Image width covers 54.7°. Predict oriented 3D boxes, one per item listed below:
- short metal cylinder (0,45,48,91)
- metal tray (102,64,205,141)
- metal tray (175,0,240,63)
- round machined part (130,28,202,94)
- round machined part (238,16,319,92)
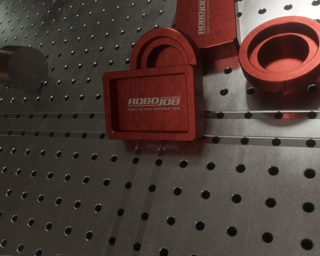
[{"bbox_3d":[-0.257,-0.111,0.573,0.050,0.080,0.080,14,69,33],"label":"short metal cylinder"},{"bbox_3d":[-0.010,-0.031,0.398,0.130,0.030,0.089,0,97,28],"label":"metal tray"},{"bbox_3d":[0.070,-0.158,0.464,0.090,0.030,0.130,-9,58,23],"label":"metal tray"},{"bbox_3d":[0.011,-0.084,0.421,0.098,0.042,0.097,7,105,26],"label":"round machined part"},{"bbox_3d":[0.148,-0.083,0.370,0.098,0.042,0.098,-13,56,20],"label":"round machined part"}]
